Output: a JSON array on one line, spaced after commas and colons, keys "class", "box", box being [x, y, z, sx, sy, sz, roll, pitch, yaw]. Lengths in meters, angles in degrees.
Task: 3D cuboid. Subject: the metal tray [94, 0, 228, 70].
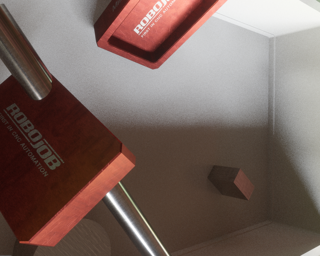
[{"class": "metal tray", "box": [-0.001, -0.128, 0.341, 0.091, 0.129, 0.030, 15, 49, -40]}]

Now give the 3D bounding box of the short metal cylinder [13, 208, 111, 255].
[{"class": "short metal cylinder", "box": [-0.097, 0.126, 0.310, 0.081, 0.050, 0.079, 0, 90, -40]}]

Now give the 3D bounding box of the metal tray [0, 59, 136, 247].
[{"class": "metal tray", "box": [-0.094, 0.013, 0.242, 0.090, 0.130, 0.030, -45, 152, -8]}]

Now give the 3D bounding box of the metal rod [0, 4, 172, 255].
[{"class": "metal rod", "box": [-0.058, 0.036, 0.281, 0.025, 0.025, 0.299, -43, 115, -32]}]

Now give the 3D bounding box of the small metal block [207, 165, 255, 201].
[{"class": "small metal block", "box": [0.112, 0.086, 0.487, 0.050, 0.050, 0.025, 49, 61, -30]}]
